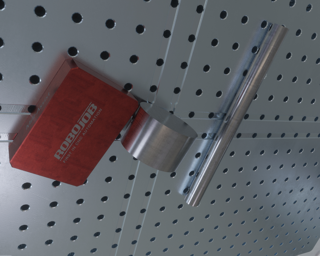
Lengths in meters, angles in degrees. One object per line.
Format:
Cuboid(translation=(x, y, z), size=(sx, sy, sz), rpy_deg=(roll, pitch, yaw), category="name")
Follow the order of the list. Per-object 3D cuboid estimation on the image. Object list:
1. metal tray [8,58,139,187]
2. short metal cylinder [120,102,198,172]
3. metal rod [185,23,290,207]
Cuboid(translation=(-0.097, -0.001, 0.354), size=(0.090, 0.030, 0.130), rpy_deg=(29, 102, -38), category="metal tray")
Cuboid(translation=(-0.001, 0.010, 0.381), size=(0.080, 0.080, 0.050), rpy_deg=(20, 108, -36), category="short metal cylinder")
Cuboid(translation=(0.107, -0.007, 0.464), size=(0.025, 0.025, 0.298), rpy_deg=(10, 114, -33), category="metal rod")
